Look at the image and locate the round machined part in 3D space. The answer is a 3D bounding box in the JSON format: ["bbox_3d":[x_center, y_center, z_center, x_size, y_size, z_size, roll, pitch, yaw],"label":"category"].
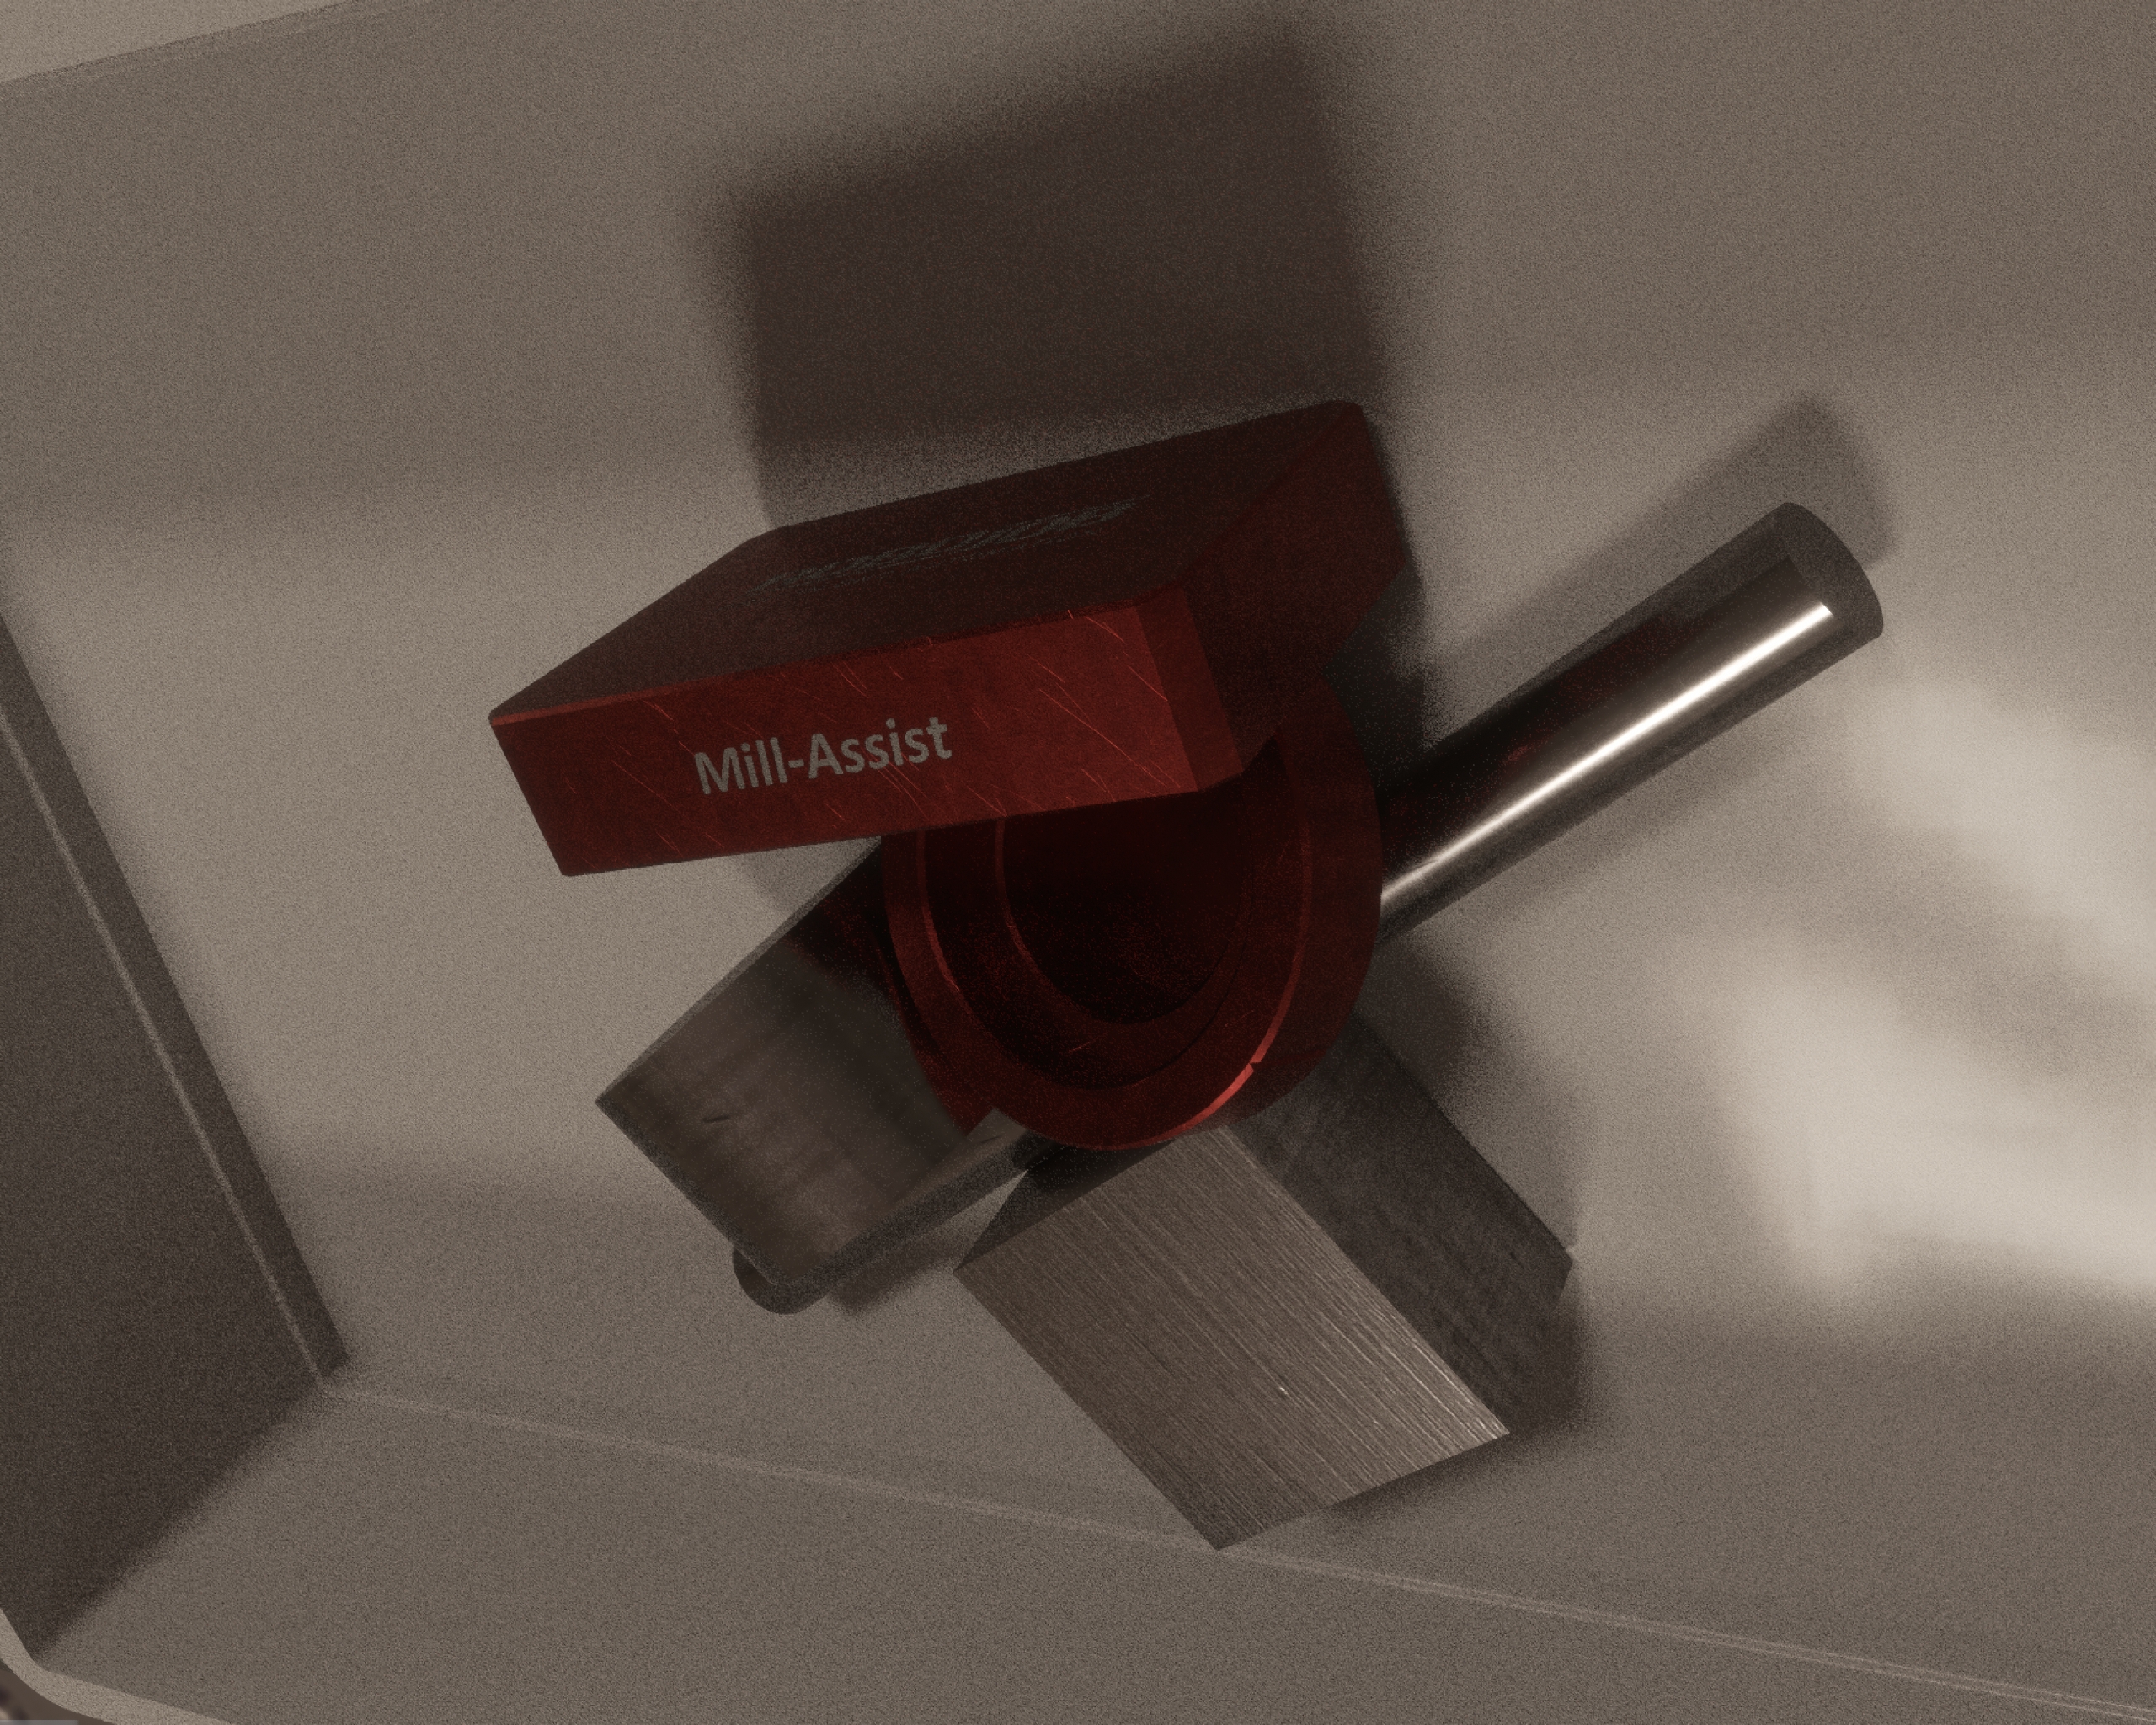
[{"bbox_3d":[0.014,-0.001,0.369,0.098,0.042,0.097,4,96,42],"label":"round machined part"}]

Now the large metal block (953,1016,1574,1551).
[{"bbox_3d":[0.037,0.081,0.418,0.080,0.050,0.080,48,129,-6],"label":"large metal block"}]

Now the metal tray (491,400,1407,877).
[{"bbox_3d":[-0.021,-0.037,0.350,0.130,0.090,0.030,-7,115,30],"label":"metal tray"}]

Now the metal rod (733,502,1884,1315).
[{"bbox_3d":[0.021,0.026,0.410,0.025,0.025,0.299,48,128,-6],"label":"metal rod"}]

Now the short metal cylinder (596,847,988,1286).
[{"bbox_3d":[-0.049,0.038,0.419,0.050,0.080,0.080,48,129,-5],"label":"short metal cylinder"}]
